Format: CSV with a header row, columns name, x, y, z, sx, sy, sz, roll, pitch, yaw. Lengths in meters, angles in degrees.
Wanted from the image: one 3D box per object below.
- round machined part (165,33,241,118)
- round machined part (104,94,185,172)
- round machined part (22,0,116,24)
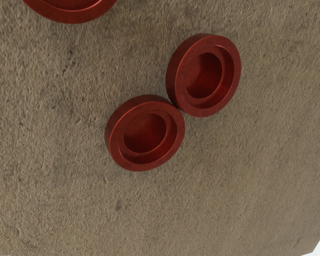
name,x,y,z,sx,sy,sz,roll,pitch,yaw
round machined part,0.048,-0.065,0.375,0.099,0.042,0.097,-15,119,-28
round machined part,-0.022,0.003,0.385,0.099,0.042,0.097,-14,124,-21
round machined part,-0.081,-0.143,0.263,0.099,0.042,0.097,-14,124,-21
